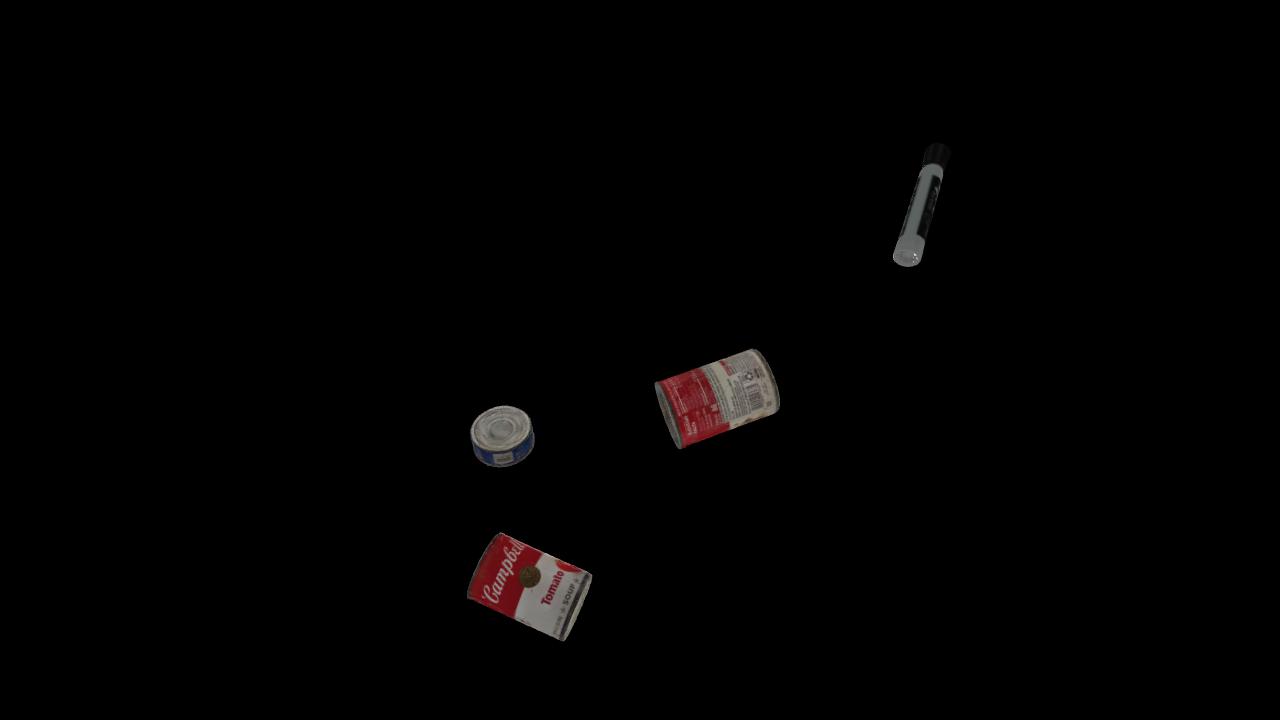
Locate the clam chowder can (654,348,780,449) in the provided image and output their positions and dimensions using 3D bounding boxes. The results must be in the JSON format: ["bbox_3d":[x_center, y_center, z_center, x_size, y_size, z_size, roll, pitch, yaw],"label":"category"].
[{"bbox_3d":[0.073,0.036,0.585,0.102,0.068,0.068,-20,2,-5],"label":"clam chowder can"}]

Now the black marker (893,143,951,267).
[{"bbox_3d":[0.211,-0.119,0.458,0.020,0.121,0.020,21,-27,12],"label":"black marker"}]

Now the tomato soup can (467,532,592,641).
[{"bbox_3d":[-0.104,0.218,0.592,0.101,0.068,0.068,22,3,7],"label":"tomato soup can"}]

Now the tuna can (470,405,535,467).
[{"bbox_3d":[-0.187,0.102,0.836,0.084,0.034,0.084,0,44,0],"label":"tuna can"}]
